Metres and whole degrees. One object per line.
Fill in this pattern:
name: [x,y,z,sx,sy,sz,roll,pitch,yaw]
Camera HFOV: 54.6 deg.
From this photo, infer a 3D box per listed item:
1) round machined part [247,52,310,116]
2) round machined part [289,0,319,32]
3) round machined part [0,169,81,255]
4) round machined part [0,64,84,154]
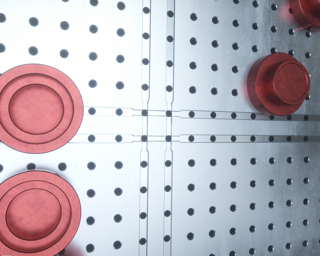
round machined part: [0.187,-0.067,0.472,0.099,0.042,0.097,0,90,-20]
round machined part: [0.262,-0.209,0.499,0.099,0.042,0.097,0,90,-20]
round machined part: [-0.141,0.095,0.350,0.099,0.042,0.098,1,87,-20]
round machined part: [-0.139,-0.021,0.352,0.099,0.042,0.097,0,90,-20]
